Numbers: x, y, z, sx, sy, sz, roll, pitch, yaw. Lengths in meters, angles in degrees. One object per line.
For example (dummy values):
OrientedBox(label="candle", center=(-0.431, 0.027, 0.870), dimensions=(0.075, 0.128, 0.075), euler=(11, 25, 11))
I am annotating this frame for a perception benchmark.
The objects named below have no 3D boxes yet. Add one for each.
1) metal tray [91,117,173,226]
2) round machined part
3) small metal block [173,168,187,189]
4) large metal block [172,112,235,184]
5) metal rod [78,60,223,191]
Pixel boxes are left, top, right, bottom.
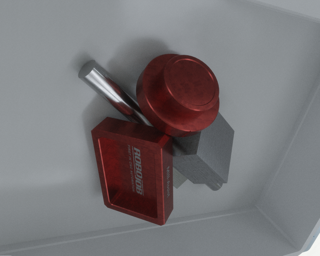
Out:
OrientedBox(label="metal tray", center=(-0.031, 0.056, 0.385), dimensions=(0.030, 0.090, 0.129), euler=(-51, 146, -50))
OrientedBox(label="round machined part", center=(0.027, -0.042, 0.347), dimensions=(0.099, 0.098, 0.042), euler=(-2, 160, -28))
OrientedBox(label="small metal block", center=(0.008, 0.050, 0.427), dimensions=(0.025, 0.050, 0.050), euler=(-44, 130, 2))
OrientedBox(label="large metal block", center=(0.054, 0.020, 0.409), dimensions=(0.080, 0.050, 0.080), euler=(43, 51, -39))
OrientedBox(label="metal rod", center=(0.008, 0.016, 0.422), dimensions=(0.025, 0.025, 0.300), euler=(-45, 130, 3))
